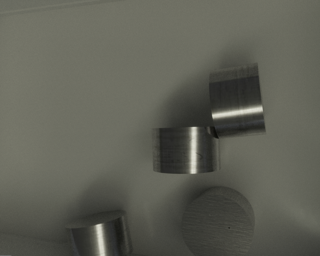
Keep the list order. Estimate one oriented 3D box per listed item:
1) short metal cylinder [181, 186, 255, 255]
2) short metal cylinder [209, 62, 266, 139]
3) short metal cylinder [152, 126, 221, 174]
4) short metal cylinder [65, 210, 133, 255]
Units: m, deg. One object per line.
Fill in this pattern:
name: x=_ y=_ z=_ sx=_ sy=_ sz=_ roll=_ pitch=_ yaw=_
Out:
short metal cylinder: x=0.071 y=0.115 z=0.372 sx=0.080 sy=0.050 sz=0.079 roll=0 pitch=90 yaw=19
short metal cylinder: x=0.089 y=-0.030 z=0.350 sx=0.050 sy=0.080 sz=0.080 roll=-7 pitch=88 yaw=19
short metal cylinder: x=0.031 y=0.024 z=0.370 sx=0.080 sy=0.080 sz=0.050 roll=-2 pitch=90 yaw=19
short metal cylinder: x=-0.080 y=0.144 z=0.408 sx=0.080 sy=0.080 sz=0.050 roll=-12 pitch=86 yaw=19
